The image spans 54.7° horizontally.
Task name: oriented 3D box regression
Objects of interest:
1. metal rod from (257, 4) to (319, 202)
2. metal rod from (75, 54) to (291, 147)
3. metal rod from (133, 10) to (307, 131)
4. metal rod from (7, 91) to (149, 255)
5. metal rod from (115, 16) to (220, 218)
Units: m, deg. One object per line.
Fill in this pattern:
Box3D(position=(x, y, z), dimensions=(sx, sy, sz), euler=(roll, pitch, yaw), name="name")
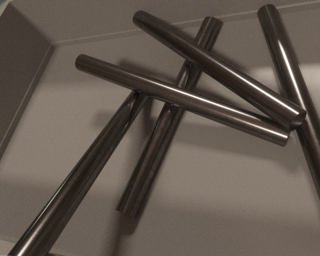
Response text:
Box3D(position=(0.154, -0.034, 0.345), dimensions=(0.025, 0.025, 0.299), euler=(-16, 55, 19), name="metal rod")
Box3D(position=(0.011, -0.044, 0.392), dimensions=(0.301, 0.025, 0.025), euler=(23, 74, 25), name="metal rod")
Box3D(position=(0.052, -0.090, 0.399), dimensions=(0.025, 0.025, 0.300), euler=(-44, 52, -2), name="metal rod")
Box3D(position=(-0.065, 0.025, 0.339), dimensions=(0.025, 0.025, 0.301), euler=(-6, 32, 25), name="metal rod")
Box3D(position=(0.018, -0.028, 0.412), dimensions=(0.025, 0.025, 0.300), euler=(12, 68, 33), name="metal rod")
